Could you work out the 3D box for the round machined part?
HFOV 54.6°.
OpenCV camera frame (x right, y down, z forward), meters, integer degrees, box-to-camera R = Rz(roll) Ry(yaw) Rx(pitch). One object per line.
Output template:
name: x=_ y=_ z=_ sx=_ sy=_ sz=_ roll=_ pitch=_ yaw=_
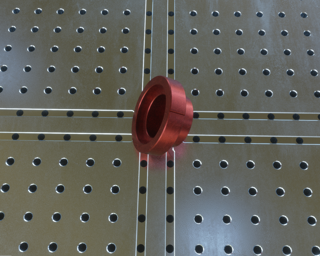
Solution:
round machined part: x=0.005 y=-0.013 z=0.388 sx=0.042 sy=0.098 sz=0.098 roll=15 pitch=67 yaw=-28
